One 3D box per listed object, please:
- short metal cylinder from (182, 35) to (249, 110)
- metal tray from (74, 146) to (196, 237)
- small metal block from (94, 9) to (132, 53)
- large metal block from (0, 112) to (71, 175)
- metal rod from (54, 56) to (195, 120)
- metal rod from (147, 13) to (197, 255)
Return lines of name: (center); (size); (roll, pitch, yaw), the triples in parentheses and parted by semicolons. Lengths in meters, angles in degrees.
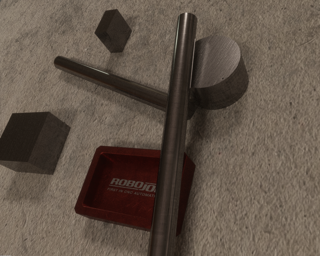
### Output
short metal cylinder: (0.067, -0.070, 0.395); (0.080, 0.050, 0.080); (-13, 56, 20)
metal tray: (-0.031, 0.071, 0.371); (0.130, 0.030, 0.090); (2, 63, 28)
small metal block: (-0.078, -0.164, 0.528); (0.025, 0.050, 0.050); (5, 64, 30)
large metal block: (-0.196, 0.023, 0.474); (0.080, 0.050, 0.080); (0, 61, 27)
metal rod: (-0.074, -0.071, 0.484); (0.300, 0.025, 0.025); (24, 75, 36)
metal rod: (0.016, 0.001, 0.338); (0.025, 0.025, 0.299); (-3, 67, 26)
